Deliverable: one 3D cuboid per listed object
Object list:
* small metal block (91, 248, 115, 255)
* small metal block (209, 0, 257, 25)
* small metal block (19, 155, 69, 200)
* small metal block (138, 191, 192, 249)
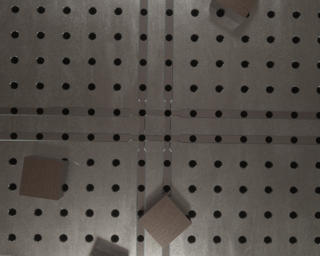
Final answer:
[{"bbox_3d":[-0.076,0.197,0.413,0.050,0.025,0.050,23,90,-1],"label":"small metal block"},{"bbox_3d":[0.103,-0.177,0.415,0.050,0.025,0.050,32,90,-1],"label":"small metal block"},{"bbox_3d":[-0.153,0.065,0.411,0.050,0.025,0.050,8,90,-1],"label":"small metal block"},{"bbox_3d":[0.006,0.122,0.414,0.050,0.025,0.050,-42,91,0],"label":"small metal block"}]
